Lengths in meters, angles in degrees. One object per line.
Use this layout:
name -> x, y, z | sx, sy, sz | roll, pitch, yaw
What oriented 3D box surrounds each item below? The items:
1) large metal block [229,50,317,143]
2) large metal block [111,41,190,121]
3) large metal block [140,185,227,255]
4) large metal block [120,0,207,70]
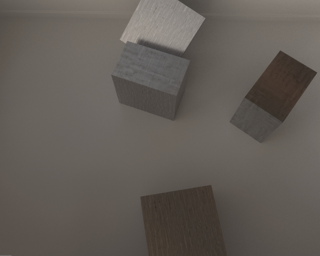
large metal block -> 0.141, -0.037, 0.396 | 0.050, 0.080, 0.080 | 36, 74, 12
large metal block -> -0.011, -0.058, 0.401 | 0.080, 0.080, 0.050 | 19, 71, 6
large metal block -> 0.024, 0.115, 0.353 | 0.081, 0.050, 0.080 | -8, 70, -5
large metal block -> 0.006, -0.134, 0.417 | 0.080, 0.050, 0.080 | 33, 111, -2
